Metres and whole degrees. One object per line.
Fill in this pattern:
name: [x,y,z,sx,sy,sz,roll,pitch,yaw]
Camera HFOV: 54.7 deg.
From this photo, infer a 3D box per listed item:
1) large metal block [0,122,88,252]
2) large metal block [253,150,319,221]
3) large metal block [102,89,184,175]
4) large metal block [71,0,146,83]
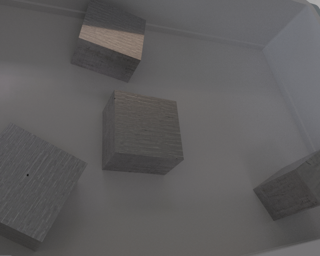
large metal block: [-0.127,0.055,0.287,0.080,0.050,0.080,30,52,-9]
large metal block: [0.191,0.077,0.426,0.081,0.080,0.050,-22,74,-36]
large metal block: [-0.023,0.007,0.372,0.081,0.050,0.080,9,58,-24]
large metal block: [-0.069,-0.119,0.425,0.081,0.050,0.080,17,55,-19]
